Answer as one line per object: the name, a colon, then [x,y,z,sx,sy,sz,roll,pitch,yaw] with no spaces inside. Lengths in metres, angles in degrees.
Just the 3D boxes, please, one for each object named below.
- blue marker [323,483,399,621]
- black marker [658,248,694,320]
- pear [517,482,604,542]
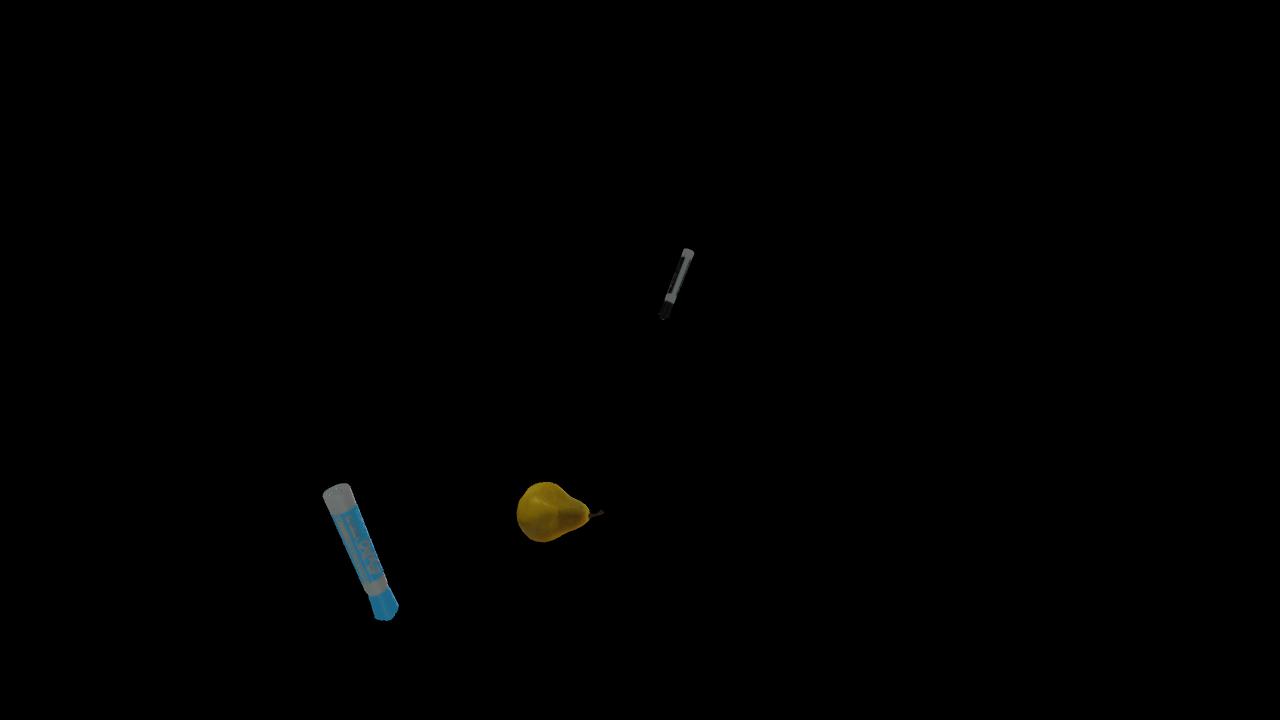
blue marker: [-0.210,0.149,0.467,0.020,0.121,0.020,-9,21,4]
black marker: [0.057,-0.119,0.974,0.020,0.121,0.020,21,-10,4]
pear: [-0.106,0.207,0.817,0.111,0.080,0.080,10,4,20]
